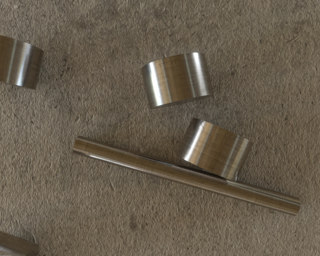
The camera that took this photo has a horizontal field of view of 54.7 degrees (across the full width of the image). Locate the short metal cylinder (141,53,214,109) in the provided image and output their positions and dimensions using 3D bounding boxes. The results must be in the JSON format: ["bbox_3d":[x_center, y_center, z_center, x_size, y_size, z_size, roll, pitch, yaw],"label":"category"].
[{"bbox_3d":[0.021,-0.056,0.383,0.080,0.080,0.050,-12,90,0],"label":"short metal cylinder"}]

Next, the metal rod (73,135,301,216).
[{"bbox_3d":[0.035,0.063,0.410,0.302,0.025,0.025,16,90,0],"label":"metal rod"}]

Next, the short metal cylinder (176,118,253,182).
[{"bbox_3d":[0.067,0.026,0.383,0.080,0.080,0.050,24,90,0],"label":"short metal cylinder"}]

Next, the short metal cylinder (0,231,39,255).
[{"bbox_3d":[-0.194,0.175,0.381,0.050,0.080,0.080,20,90,0],"label":"short metal cylinder"}]

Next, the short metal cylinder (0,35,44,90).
[{"bbox_3d":[-0.190,-0.080,0.381,0.080,0.080,0.050,12,90,0],"label":"short metal cylinder"}]
